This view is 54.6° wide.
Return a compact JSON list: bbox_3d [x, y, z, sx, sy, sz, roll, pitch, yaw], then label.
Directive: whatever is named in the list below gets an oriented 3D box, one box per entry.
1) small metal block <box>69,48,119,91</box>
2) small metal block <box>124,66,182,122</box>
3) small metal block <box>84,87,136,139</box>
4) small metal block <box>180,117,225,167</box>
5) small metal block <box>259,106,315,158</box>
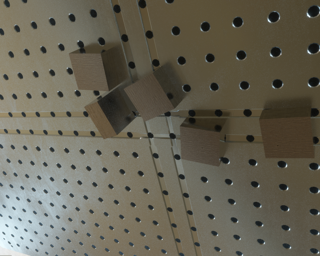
[{"bbox_3d":[-0.086,-0.078,0.410,0.050,0.025,0.050,6,121,25],"label":"small metal block"},{"bbox_3d":[-0.009,-0.042,0.391,0.050,0.025,0.050,-22,107,36],"label":"small metal block"},{"bbox_3d":[-0.066,-0.021,0.418,0.025,0.050,0.050,-17,110,35],"label":"small metal block"},{"bbox_3d":[0.054,0.017,0.394,0.050,0.025,0.050,9,123,23],"label":"small metal block"},{"bbox_3d":[0.141,0.006,0.341,0.050,0.025,0.050,-3,117,30],"label":"small metal block"}]
